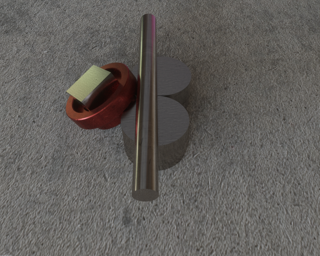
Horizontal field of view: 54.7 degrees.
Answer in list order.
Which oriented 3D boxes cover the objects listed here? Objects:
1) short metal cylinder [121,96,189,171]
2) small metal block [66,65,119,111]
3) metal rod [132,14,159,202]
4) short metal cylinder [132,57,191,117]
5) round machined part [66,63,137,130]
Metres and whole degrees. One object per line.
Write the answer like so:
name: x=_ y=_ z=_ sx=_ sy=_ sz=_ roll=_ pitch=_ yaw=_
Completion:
short metal cylinder: x=-0.006 y=0.006 z=0.383 sx=0.081 sy=0.050 sz=0.080 roll=0 pitch=49 yaw=0
small metal block: x=-0.084 y=-0.049 z=0.393 sx=0.050 sy=0.025 sz=0.050 roll=-48 pitch=41 yaw=-11
metal rod: x=-0.016 y=-0.052 z=0.384 sx=0.025 sy=0.025 sz=0.300 roll=-1 pitch=50 yaw=-1
short metal cylinder: x=0.002 y=-0.056 z=0.435 sx=0.081 sy=0.050 sz=0.080 roll=0 pitch=50 yaw=0
round machined part: x=-0.071 y=-0.036 z=0.407 sx=0.098 sy=0.042 sz=0.098 roll=-20 pitch=44 yaw=21
